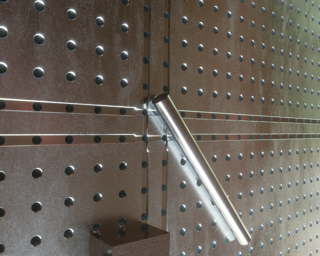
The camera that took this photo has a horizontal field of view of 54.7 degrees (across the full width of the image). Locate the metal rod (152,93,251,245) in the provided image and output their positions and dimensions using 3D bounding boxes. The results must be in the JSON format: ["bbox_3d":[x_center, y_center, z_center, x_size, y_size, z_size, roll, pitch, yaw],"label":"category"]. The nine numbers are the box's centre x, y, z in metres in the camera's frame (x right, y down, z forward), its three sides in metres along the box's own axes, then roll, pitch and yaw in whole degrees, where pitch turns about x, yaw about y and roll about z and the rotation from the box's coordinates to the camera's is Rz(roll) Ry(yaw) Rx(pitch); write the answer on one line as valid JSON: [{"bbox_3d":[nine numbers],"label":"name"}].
[{"bbox_3d":[0.073,0.076,0.472,0.025,0.025,0.299,-47,118,-30],"label":"metal rod"}]

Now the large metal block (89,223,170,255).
[{"bbox_3d":[-0.036,0.164,0.365,0.081,0.050,0.079,3,88,-40],"label":"large metal block"}]
